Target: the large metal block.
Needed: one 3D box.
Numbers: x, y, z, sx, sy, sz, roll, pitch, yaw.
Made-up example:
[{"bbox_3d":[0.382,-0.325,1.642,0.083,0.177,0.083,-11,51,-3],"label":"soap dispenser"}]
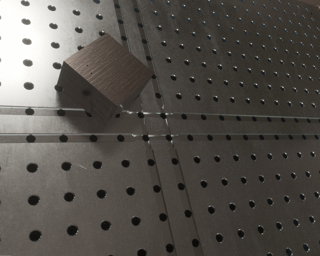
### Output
[{"bbox_3d":[-0.069,-0.062,0.394,0.080,0.050,0.080,41,51,-1],"label":"large metal block"}]
